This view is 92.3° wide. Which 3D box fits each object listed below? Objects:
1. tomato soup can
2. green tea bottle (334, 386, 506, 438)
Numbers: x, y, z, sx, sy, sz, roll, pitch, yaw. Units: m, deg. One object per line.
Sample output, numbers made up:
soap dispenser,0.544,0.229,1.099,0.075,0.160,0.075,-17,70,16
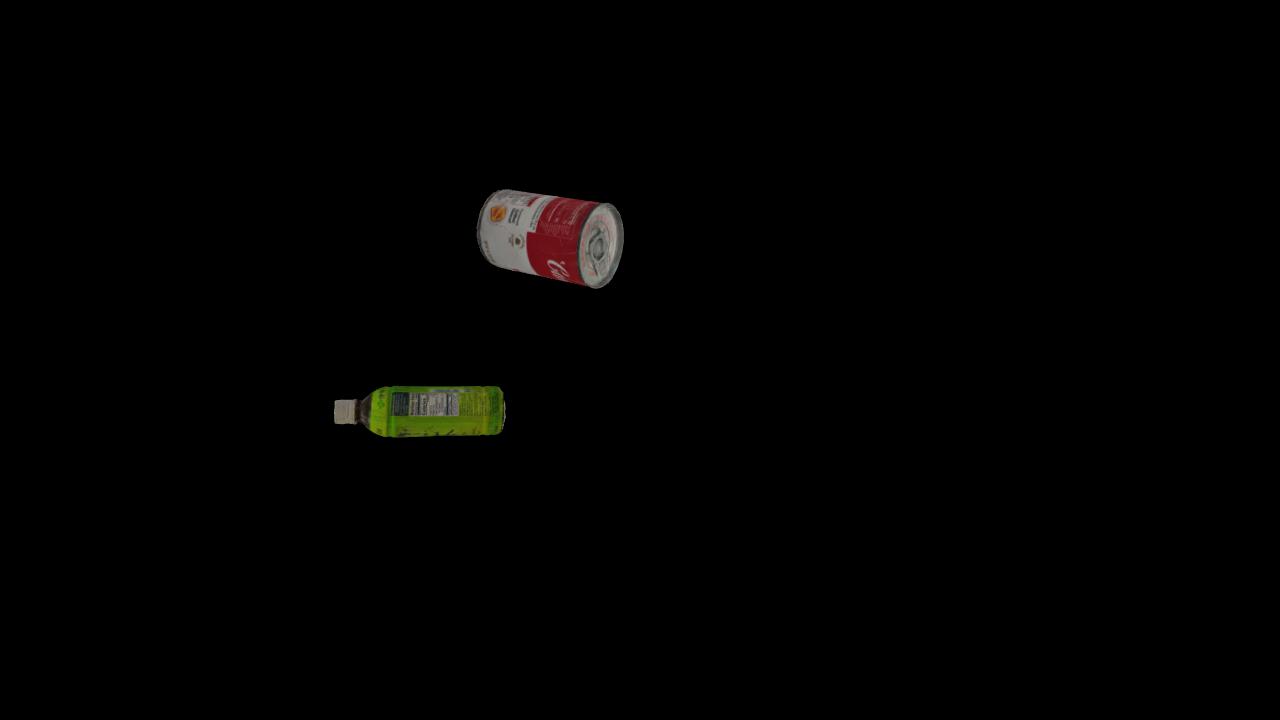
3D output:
tomato soup can,-0.073,-0.100,0.500,0.101,0.068,0.068,15,6,24
green tea bottle,-0.292,0.068,0.825,0.212,0.073,0.073,4,-1,-24
